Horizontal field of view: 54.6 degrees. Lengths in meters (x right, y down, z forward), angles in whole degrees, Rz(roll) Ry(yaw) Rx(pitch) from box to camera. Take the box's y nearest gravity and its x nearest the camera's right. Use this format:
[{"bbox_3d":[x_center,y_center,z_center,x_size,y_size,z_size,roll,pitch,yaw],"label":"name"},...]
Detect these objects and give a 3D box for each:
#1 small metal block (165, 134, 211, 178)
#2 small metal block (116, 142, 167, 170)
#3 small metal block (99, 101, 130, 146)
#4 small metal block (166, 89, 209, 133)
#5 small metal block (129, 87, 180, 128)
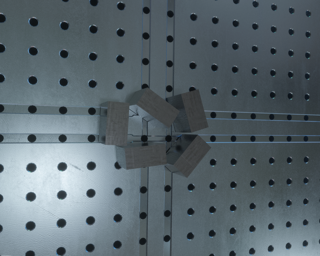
[{"bbox_3d":[0.033,0.035,0.410,0.025,0.050,0.050,44,76,-14],"label":"small metal block"},{"bbox_3d":[-0.025,0.034,0.390,0.050,0.050,0.025,-5,92,-20],"label":"small metal block"},{"bbox_3d":[-0.057,-0.005,0.378,0.025,0.050,0.050,4,89,-20],"label":"small metal block"},{"bbox_3d":[0.035,-0.021,0.411,0.025,0.050,0.050,-17,95,-19],"label":"small metal block"},{"bbox_3d":[-0.010,-0.024,0.395,0.050,0.050,0.025,35,80,-17],"label":"small metal block"}]
